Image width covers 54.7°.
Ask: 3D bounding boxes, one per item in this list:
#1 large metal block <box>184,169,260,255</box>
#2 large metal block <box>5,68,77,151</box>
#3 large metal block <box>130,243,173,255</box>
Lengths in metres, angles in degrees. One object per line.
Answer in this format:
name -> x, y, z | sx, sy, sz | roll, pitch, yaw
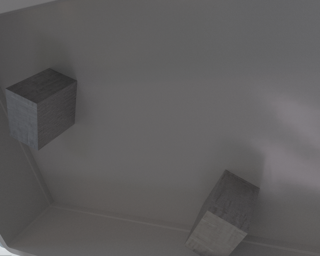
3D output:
large metal block -> 0.081, 0.115, 0.402 | 0.050, 0.080, 0.079 | 29, 128, 10
large metal block -> -0.166, -0.028, 0.443 | 0.050, 0.080, 0.079 | 25, 127, 13
large metal block -> -0.009, 0.264, 0.564 | 0.080, 0.050, 0.080 | -29, 103, 37
